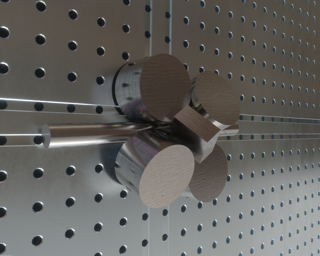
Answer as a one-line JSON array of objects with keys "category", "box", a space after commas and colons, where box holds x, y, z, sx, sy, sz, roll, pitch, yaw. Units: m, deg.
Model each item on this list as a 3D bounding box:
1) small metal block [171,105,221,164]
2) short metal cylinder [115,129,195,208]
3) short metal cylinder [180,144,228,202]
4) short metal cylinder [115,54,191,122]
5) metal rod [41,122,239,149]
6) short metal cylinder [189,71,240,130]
[{"category": "small metal block", "box": [0.041, 0.008, 0.377, 0.025, 0.050, 0.050, -40, 157, -27]}, {"category": "short metal cylinder", "box": [-0.006, 0.047, 0.368, 0.081, 0.050, 0.079, -19, 122, -33]}, {"category": "short metal cylinder", "box": [0.049, 0.058, 0.429, 0.081, 0.050, 0.079, 0, 90, -40]}, {"category": "short metal cylinder", "box": [-0.007, -0.047, 0.382, 0.081, 0.050, 0.079, 0, 90, -40]}, {"category": "metal rod", "box": [0.002, 0.004, 0.406, 0.302, 0.025, 0.025, -2, 92, -40]}, {"category": "short metal cylinder", "box": [0.062, -0.030, 0.423, 0.081, 0.050, 0.080, 19, 56, -31]}]
